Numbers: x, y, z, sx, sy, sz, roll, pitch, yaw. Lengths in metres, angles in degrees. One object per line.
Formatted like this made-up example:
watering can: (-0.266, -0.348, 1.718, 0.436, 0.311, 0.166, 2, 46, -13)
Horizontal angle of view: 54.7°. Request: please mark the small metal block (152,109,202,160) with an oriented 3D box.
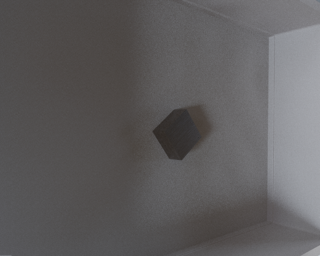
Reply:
small metal block: (0.025, 0.009, 0.430, 0.050, 0.025, 0.050, -46, 118, -30)
